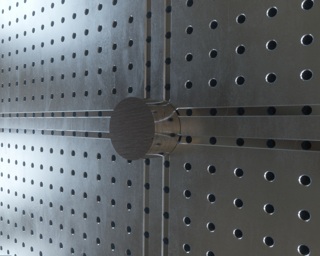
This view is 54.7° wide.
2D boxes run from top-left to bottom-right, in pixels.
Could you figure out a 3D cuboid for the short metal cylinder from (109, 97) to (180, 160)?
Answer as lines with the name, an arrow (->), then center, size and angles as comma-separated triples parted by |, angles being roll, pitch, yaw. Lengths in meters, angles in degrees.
short metal cylinder -> -0.021, 0.001, 0.407 | 0.080, 0.050, 0.079 | 0, 90, 39
